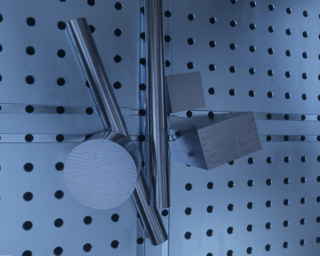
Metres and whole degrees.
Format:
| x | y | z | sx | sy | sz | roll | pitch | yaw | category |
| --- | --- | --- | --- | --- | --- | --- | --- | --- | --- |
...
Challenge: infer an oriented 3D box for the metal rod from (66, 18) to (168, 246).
| x | y | z | sx | sy | sz | roll | pitch | yaw | category |
| --- | --- | --- | --- | --- | --- | --- | --- | --- | --- |
| -0.051 | 0.010 | 0.394 | 0.025 | 0.025 | 0.298 | -23 | 98 | -19 | metal rod |

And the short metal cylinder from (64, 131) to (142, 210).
| x | y | z | sx | sy | sz | roll | pitch | yaw | category |
| --- | --- | --- | --- | --- | --- | --- | --- | --- | --- |
| -0.064 | 0.047 | 0.361 | 0.080 | 0.050 | 0.079 | 0 | 99 | 2 | short metal cylinder |

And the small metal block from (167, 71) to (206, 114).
| x | y | z | sx | sy | sz | roll | pitch | yaw | category |
| --- | --- | --- | --- | --- | --- | --- | --- | --- | --- |
| 0.031 | -0.049 | 0.425 | 0.050 | 0.025 | 0.050 | -11 | 94 | -20 | small metal block |

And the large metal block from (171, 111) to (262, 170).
| x | y | z | sx | sy | sz | roll | pitch | yaw | category |
| --- | --- | --- | --- | --- | --- | --- | --- | --- | --- |
| 0.072 | 0.014 | 0.411 | 0.081 | 0.080 | 0.050 | -18 | 96 | -19 | large metal block |

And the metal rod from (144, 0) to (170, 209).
| x | y | z | sx | sy | sz | roll | pitch | yaw | category |
| --- | --- | --- | --- | --- | --- | --- | --- | --- | --- |
| -0.004 | -0.050 | 0.400 | 0.025 | 0.025 | 0.298 | -1 | 86 | -20 | metal rod |
